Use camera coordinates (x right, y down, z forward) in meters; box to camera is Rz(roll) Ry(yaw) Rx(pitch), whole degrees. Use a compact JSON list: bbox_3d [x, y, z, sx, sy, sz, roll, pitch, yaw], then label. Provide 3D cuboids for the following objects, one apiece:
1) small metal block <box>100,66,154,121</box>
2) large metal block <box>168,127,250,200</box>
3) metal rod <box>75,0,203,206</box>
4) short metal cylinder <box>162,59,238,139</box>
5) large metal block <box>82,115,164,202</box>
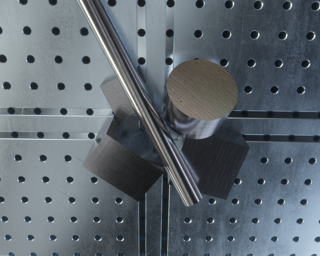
[{"bbox_3d":[-0.041,-0.044,0.397,0.050,0.025,0.050,-23,109,8],"label":"small metal block"},{"bbox_3d":[0.061,0.040,0.415,0.080,0.050,0.079,16,109,-7],"label":"large metal block"},{"bbox_3d":[-0.028,-0.042,0.365,0.025,0.025,0.299,-27,97,9],"label":"metal rod"},{"bbox_3d":[0.045,-0.033,0.365,0.081,0.080,0.050,8,153,-4],"label":"short metal cylinder"},{"bbox_3d":[-0.043,0.034,0.396,0.080,0.080,0.050,35,106,-13],"label":"large metal block"}]
